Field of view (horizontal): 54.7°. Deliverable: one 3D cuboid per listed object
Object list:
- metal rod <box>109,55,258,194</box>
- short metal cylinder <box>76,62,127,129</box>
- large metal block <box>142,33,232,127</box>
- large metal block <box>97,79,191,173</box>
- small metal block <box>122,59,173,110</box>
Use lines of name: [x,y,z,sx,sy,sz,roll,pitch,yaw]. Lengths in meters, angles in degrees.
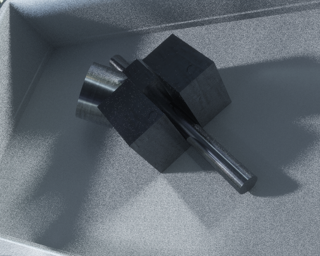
metal rod: [0.010,-0.025,0.414,0.025,0.025,0.300,-43,51,-2]
short metal cylinder: [-0.078,-0.045,0.427,0.050,0.080,0.080,18,66,-7]
large metal block: [0.035,-0.058,0.386,0.050,0.080,0.080,-42,51,-1]
large metal block: [-0.019,-0.001,0.379,0.050,0.080,0.080,-43,51,-1]
small metal block: [-0.015,-0.054,0.398,0.025,0.050,0.050,-42,51,0]
